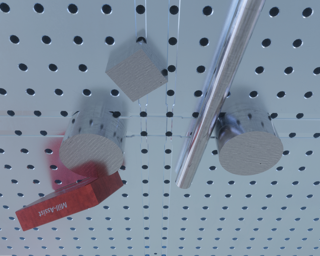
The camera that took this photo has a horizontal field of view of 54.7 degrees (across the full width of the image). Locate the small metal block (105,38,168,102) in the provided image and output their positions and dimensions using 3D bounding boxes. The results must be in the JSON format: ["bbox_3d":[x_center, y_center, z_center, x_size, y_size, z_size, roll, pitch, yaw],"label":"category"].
[{"bbox_3d":[-0.026,-0.065,0.356,0.050,0.025,0.050,-28,125,21],"label":"small metal block"}]

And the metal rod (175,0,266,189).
[{"bbox_3d":[0.065,-0.026,0.389,0.025,0.025,0.298,8,130,-7],"label":"metal rod"}]

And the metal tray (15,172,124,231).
[{"bbox_3d":[-0.130,0.103,0.455,0.130,0.090,0.030,-23,90,18],"label":"metal tray"}]

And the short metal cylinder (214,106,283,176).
[{"bbox_3d":[0.115,0.018,0.412,0.081,0.050,0.079,0,130,0],"label":"short metal cylinder"}]

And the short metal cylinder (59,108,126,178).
[{"bbox_3d":[-0.087,0.021,0.412,0.081,0.050,0.079,0,130,0],"label":"short metal cylinder"}]
